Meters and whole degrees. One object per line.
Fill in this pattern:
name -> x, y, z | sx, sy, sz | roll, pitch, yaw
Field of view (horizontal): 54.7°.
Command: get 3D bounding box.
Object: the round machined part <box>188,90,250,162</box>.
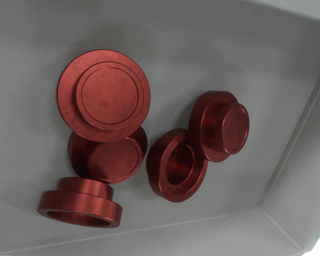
round machined part -> 0.086, -0.001, 0.418 | 0.099, 0.042, 0.097 | -10, 105, -45

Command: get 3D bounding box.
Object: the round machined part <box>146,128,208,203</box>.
round machined part -> 0.020, 0.048, 0.423 | 0.099, 0.042, 0.097 | -13, 109, -42

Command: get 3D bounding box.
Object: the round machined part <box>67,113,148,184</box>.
round machined part -> -0.060, 0.031, 0.383 | 0.099, 0.042, 0.097 | -14, 124, -21

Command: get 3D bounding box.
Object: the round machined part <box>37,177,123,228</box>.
round machined part -> -0.094, 0.091, 0.380 | 0.099, 0.042, 0.098 | 6, 153, 4

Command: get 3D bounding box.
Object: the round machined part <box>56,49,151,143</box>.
round machined part -> -0.056, -0.033, 0.323 | 0.099, 0.042, 0.097 | -2, 94, -22
